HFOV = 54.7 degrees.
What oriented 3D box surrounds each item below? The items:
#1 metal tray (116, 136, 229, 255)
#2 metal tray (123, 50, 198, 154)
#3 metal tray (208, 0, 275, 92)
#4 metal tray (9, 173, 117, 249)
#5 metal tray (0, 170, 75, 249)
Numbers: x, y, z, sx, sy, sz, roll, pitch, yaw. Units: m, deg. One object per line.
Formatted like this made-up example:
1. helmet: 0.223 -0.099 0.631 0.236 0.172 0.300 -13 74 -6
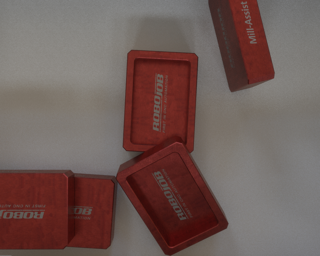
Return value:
1. metal tray: 0.016 0.086 0.391 0.090 0.030 0.130 -29 102 7
2. metal tray: 0.001 -0.033 0.408 0.091 0.030 0.129 3 90 -1
3. metal tray: 0.096 -0.114 0.380 0.030 0.090 0.129 -14 90 0
4. metal tray: -0.126 0.106 0.407 0.131 0.030 0.089 4 90 -1
5. metal tray: -0.174 0.097 0.376 0.131 0.030 0.089 0 90 -1
